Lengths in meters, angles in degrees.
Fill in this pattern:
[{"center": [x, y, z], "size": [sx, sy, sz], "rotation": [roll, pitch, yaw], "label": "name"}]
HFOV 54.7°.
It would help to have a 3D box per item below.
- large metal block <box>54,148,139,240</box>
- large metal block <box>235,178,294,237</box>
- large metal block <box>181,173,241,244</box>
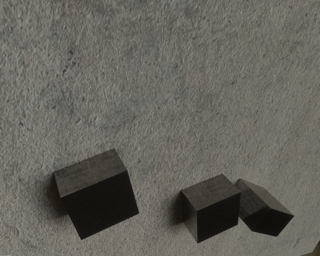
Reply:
[{"center": [-0.080, 0.084, 0.399], "size": [0.081, 0.050, 0.080], "rotation": [-21, 127, -16], "label": "large metal block"}, {"center": [0.177, 0.143, 0.556], "size": [0.080, 0.080, 0.050], "rotation": [24, 105, -37], "label": "large metal block"}, {"center": [0.084, 0.134, 0.520], "size": [0.081, 0.050, 0.079], "rotation": [-18, 126, -18], "label": "large metal block"}]
